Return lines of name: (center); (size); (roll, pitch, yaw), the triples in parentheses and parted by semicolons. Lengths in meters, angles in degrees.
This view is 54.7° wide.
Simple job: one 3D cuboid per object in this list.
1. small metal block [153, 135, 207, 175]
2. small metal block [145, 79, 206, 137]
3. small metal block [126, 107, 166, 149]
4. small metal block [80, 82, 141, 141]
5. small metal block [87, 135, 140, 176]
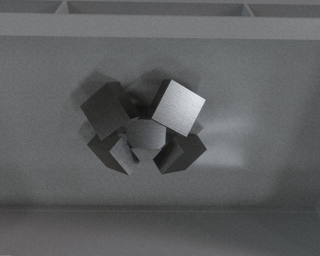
small metal block: (0.027, 0.036, 0.423); (0.050, 0.025, 0.050); (-1, 141, -47)
small metal block: (0.018, -0.024, 0.370); (0.050, 0.025, 0.050); (28, 87, -22)
small metal block: (-0.018, 0.000, 0.406); (0.050, 0.025, 0.050); (1, 130, -1)
small metal block: (-0.060, -0.020, 0.372); (0.050, 0.025, 0.050); (-35, 85, 26)
small metal block: (-0.063, 0.034, 0.419); (0.050, 0.025, 0.050); (10, 144, 43)
